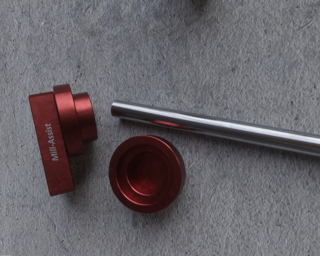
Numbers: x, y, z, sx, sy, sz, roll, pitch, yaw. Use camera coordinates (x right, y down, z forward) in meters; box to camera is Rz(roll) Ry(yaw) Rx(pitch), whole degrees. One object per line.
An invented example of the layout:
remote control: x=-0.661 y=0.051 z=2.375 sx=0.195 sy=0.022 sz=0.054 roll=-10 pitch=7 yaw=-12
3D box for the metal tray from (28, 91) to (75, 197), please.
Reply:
metal tray: x=-0.145 y=0.024 z=0.425 sx=0.030 sy=0.090 sz=0.129 roll=-13 pitch=85 yaw=-16

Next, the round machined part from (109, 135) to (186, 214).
round machined part: x=-0.014 y=0.058 z=0.405 sx=0.098 sy=0.042 sz=0.097 roll=0 pitch=90 yaw=20

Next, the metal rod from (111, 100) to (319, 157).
metal rod: x=0.078 y=0.000 z=0.381 sx=0.301 sy=0.025 sz=0.025 roll=11 pitch=94 yaw=19

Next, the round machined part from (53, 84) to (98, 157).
round machined part: x=-0.113 y=-0.012 z=0.420 sx=0.042 sy=0.098 sz=0.097 roll=-13 pitch=85 yaw=-17
